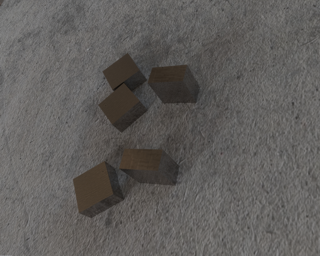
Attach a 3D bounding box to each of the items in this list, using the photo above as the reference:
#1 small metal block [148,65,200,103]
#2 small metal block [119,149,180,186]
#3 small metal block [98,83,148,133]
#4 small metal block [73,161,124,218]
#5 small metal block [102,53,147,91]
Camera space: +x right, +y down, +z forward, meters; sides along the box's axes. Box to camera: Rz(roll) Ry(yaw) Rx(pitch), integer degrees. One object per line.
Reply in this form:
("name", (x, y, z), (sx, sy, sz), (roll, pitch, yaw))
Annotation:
("small metal block", (0.019, -0.057, 0.413), (0.050, 0.050, 0.025), (1, 63, 29))
("small metal block", (-0.011, 0.047, 0.365), (0.050, 0.050, 0.025), (-1, 62, 28))
("small metal block", (-0.054, -0.030, 0.451), (0.050, 0.025, 0.050), (-41, 51, 0))
("small metal block", (-0.080, 0.079, 0.397), (0.050, 0.025, 0.050), (-30, 52, 8))
("small metal block", (-0.055, -0.082, 0.483), (0.050, 0.025, 0.050), (-36, 51, 4))
